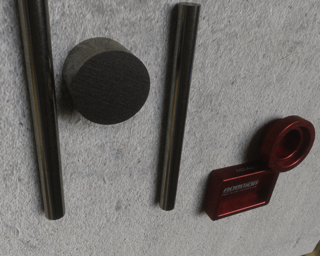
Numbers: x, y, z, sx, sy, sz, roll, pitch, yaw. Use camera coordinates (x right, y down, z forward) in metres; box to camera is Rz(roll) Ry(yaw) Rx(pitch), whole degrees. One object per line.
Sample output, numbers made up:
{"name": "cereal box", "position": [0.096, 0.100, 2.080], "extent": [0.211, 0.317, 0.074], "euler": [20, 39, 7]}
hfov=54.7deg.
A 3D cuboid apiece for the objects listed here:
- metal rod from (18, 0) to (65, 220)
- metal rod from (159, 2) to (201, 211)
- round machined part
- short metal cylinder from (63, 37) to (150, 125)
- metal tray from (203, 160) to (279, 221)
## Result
{"name": "metal rod", "position": [-0.122, -0.019, 0.328], "extent": [0.025, 0.025, 0.298], "euler": [-9, 122, -24]}
{"name": "metal rod", "position": [0.022, -0.007, 0.414], "extent": [0.025, 0.025, 0.298], "euler": [-10, 123, -24]}
{"name": "round machined part", "position": [0.208, 0.023, 0.522], "extent": [0.099, 0.042, 0.097], "euler": [-13, 121, -22]}
{"name": "short metal cylinder", "position": [-0.057, -0.050, 0.329], "extent": [0.081, 0.050, 0.079], "euler": [-14, 124, -21]}
{"name": "metal tray", "position": [0.145, 0.108, 0.549], "extent": [0.131, 0.030, 0.089], "euler": [-8, 122, -24]}
